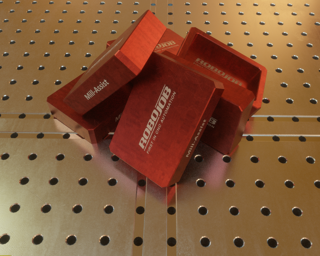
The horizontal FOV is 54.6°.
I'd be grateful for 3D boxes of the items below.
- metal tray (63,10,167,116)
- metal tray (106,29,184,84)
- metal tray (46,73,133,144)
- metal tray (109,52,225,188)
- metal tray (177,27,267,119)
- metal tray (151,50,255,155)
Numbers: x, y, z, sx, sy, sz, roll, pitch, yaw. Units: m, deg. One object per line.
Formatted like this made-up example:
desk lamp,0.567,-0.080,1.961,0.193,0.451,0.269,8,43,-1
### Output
metal tray,-0.056,-0.075,0.372,0.030,0.130,0.090,42,49,-21
metal tray,-0.005,-0.109,0.472,0.131,0.030,0.090,-27,57,-38
metal tray,-0.080,-0.047,0.443,0.090,0.030,0.131,32,57,23
metal tray,0.004,-0.010,0.354,0.090,0.129,0.030,31,18,24
metal tray,0.084,-0.079,0.440,0.130,0.030,0.090,28,52,-6
metal tray,0.045,-0.032,0.391,0.130,0.090,0.030,31,57,23
